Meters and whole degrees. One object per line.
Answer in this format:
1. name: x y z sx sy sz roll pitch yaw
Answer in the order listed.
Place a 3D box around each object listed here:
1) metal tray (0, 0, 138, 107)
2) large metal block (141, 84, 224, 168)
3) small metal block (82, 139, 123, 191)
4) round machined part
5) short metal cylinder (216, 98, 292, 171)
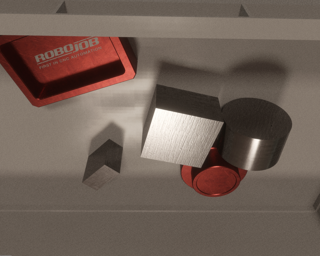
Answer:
1. metal tray: -0.101 -0.080 0.335 0.130 0.030 0.090 -15 129 12
2. large metal block: 0.025 -0.001 0.392 0.081 0.050 0.079 11 129 -9
3. small metal block: -0.080 0.051 0.435 0.025 0.050 0.050 37 121 -27
4. round machined part: 0.080 0.064 0.454 0.099 0.042 0.097 -1 130 0
5. short metal cylinder: 0.113 0.006 0.380 0.081 0.080 0.050 1 130 -2
